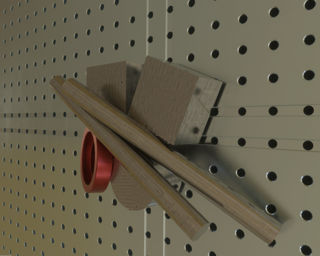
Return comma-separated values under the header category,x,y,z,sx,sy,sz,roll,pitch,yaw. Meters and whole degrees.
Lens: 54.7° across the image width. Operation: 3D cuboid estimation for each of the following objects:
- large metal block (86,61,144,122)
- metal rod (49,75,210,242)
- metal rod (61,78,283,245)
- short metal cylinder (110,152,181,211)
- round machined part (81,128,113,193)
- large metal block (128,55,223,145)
category,x,y,z,sx,sy,sz,roll,pitch,yaw
large metal block,-0.057,-0.045,0.431,0.080,0.050,0.079,1,91,40
metal rod,-0.056,0.018,0.383,0.300,0.025,0.025,41,115,31
metal rod,-0.002,0.026,0.357,0.300,0.025,0.025,34,112,19
short metal cylinder,-0.019,0.062,0.402,0.080,0.050,0.079,0,90,40
round machined part,-0.083,0.044,0.447,0.098,0.042,0.097,-13,75,62
large metal block,0.016,-0.034,0.374,0.080,0.050,0.079,31,109,35
